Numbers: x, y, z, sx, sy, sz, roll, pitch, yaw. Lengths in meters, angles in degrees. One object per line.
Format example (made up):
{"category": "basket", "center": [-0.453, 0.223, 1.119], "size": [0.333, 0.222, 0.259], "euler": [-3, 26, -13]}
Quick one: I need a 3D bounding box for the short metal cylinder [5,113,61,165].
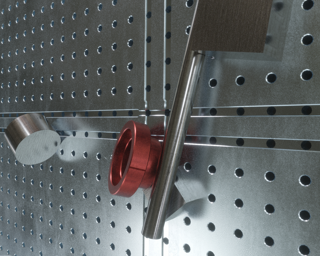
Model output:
{"category": "short metal cylinder", "center": [-0.229, 0.020, 0.559], "size": [0.050, 0.081, 0.080], "euler": [44, 117, 30]}

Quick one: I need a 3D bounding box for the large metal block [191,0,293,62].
{"category": "large metal block", "center": [0.085, -0.115, 0.322], "size": [0.080, 0.050, 0.079], "euler": [14, 99, 38]}

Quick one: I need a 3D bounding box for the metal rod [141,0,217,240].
{"category": "metal rod", "center": [0.024, -0.016, 0.366], "size": [0.025, 0.025, 0.298], "euler": [15, 93, 38]}

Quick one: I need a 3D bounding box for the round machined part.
{"category": "round machined part", "center": [-0.031, 0.042, 0.403], "size": [0.097, 0.042, 0.098], "euler": [-51, 30, 46]}

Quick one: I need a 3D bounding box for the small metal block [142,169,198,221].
{"category": "small metal block", "center": [0.012, 0.085, 0.398], "size": [0.050, 0.025, 0.050], "euler": [-47, 62, 29]}
